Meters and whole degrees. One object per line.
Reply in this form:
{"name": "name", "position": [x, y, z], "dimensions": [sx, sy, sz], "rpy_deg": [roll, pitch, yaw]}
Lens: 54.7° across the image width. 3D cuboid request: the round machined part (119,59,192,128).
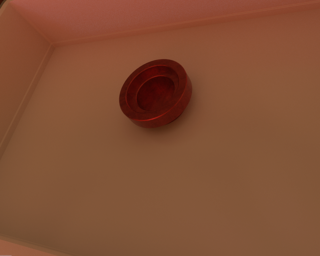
{"name": "round machined part", "position": [-0.003, -0.042, 0.421], "dimensions": [0.098, 0.042, 0.098], "rpy_deg": [-13, 56, 20]}
